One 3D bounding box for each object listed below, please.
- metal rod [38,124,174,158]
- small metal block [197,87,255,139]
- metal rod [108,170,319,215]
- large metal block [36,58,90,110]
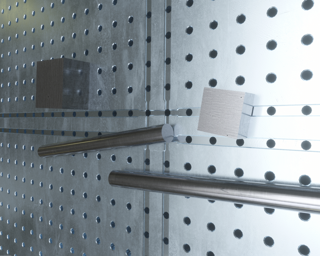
[{"bbox_3d":[-0.105,0.026,0.493,0.300,0.025,0.025,-9,84,39],"label":"metal rod"},{"bbox_3d":[0.073,-0.017,0.348,0.050,0.025,0.050,14,99,39],"label":"small metal block"},{"bbox_3d":[0.049,0.071,0.367,0.300,0.025,0.025,-2,89,39],"label":"metal rod"},{"bbox_3d":[-0.166,-0.072,0.527,0.080,0.050,0.079,4,93,39],"label":"large metal block"}]
